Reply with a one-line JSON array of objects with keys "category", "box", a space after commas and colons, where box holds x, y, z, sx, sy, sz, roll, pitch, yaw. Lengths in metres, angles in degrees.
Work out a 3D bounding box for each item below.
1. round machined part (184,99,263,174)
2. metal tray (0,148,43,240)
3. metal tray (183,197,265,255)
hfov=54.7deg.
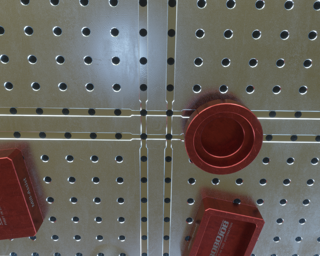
[{"category": "round machined part", "box": [0.080, 0.009, 0.408, 0.099, 0.042, 0.097, 0, 110, 0]}, {"category": "metal tray", "box": [-0.232, 0.098, 0.445, 0.091, 0.030, 0.129, -7, 110, 2]}, {"category": "metal tray", "box": [0.093, 0.176, 0.476, 0.091, 0.030, 0.129, 13, 110, -5]}]
